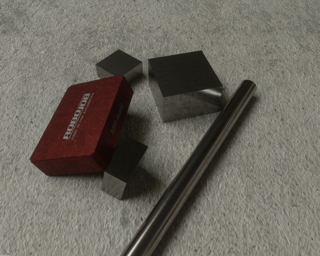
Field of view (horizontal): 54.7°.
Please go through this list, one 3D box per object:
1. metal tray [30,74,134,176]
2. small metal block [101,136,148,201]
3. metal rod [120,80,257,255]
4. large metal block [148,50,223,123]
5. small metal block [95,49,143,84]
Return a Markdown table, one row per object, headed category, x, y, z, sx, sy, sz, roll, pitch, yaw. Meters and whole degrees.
| category | x | y | z | sx | sy | sz | roll | pitch | yaw |
| --- | --- | --- | --- | --- | --- | --- | --- | --- | --- |
| metal tray | -0.092 | -0.006 | 0.383 | 0.090 | 0.030 | 0.130 | -8 | 46 | 23 |
| small metal block | -0.040 | 0.045 | 0.345 | 0.025 | 0.050 | 0.050 | 28 | 54 | 4 |
| metal rod | 0.050 | 0.036 | 0.373 | 0.025 | 0.025 | 0.301 | 26 | 54 | 20 |
| large metal block | 0.032 | -0.060 | 0.438 | 0.081 | 0.050 | 0.080 | -12 | 51 | -10 |
| small metal block | -0.062 | -0.090 | 0.478 | 0.050 | 0.025 | 0.050 | 33 | 57 | 24 |
